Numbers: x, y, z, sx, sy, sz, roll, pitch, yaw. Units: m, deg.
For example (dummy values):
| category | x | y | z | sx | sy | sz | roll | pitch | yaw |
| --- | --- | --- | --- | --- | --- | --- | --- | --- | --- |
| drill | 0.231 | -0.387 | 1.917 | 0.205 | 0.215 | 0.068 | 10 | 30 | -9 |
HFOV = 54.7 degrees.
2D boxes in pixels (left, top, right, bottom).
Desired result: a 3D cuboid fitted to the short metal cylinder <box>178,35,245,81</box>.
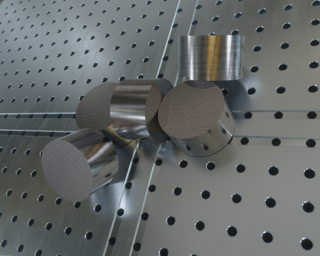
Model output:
| category | x | y | z | sx | sy | sz | roll | pitch | yaw |
| --- | --- | --- | --- | --- | --- | --- | --- | --- | --- |
| short metal cylinder | 0.063 | -0.088 | 0.385 | 0.080 | 0.081 | 0.050 | 9 | 108 | 32 |

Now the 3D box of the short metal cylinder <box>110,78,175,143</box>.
| category | x | y | z | sx | sy | sz | roll | pitch | yaw |
| --- | --- | --- | --- | --- | --- | --- | --- | --- | --- |
| short metal cylinder | -0.018 | -0.023 | 0.395 | 0.050 | 0.080 | 0.080 | 5 | 64 | 30 |

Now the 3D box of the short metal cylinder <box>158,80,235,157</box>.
| category | x | y | z | sx | sy | sz | roll | pitch | yaw |
| --- | --- | --- | --- | --- | --- | --- | --- | --- | --- |
| short metal cylinder | 0.045 | -0.012 | 0.374 | 0.080 | 0.050 | 0.080 | -13 | 56 | 20 |

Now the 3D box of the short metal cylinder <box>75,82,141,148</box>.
| category | x | y | z | sx | sy | sz | roll | pitch | yaw |
| --- | --- | --- | --- | --- | --- | --- | --- | --- | --- |
| short metal cylinder | -0.070 | -0.018 | 0.437 | 0.080 | 0.050 | 0.080 | -13 | 56 | 20 |

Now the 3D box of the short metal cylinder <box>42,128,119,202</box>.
| category | x | y | z | sx | sy | sz | roll | pitch | yaw |
| --- | --- | --- | --- | --- | --- | --- | --- | --- | --- |
| short metal cylinder | -0.100 | 0.045 | 0.389 | 0.080 | 0.050 | 0.079 | 9 | 110 | 26 |
